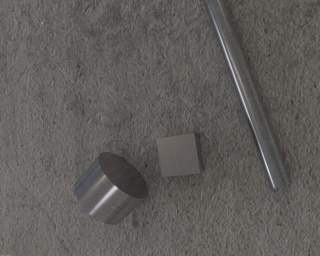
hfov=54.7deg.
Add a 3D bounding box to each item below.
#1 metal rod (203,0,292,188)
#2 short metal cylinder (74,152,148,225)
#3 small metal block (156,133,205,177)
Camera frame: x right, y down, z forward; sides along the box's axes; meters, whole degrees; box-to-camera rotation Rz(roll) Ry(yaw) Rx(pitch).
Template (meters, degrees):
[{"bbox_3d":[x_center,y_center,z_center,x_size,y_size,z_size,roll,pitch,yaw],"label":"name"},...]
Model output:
[{"bbox_3d":[0.094,-0.075,0.375,0.025,0.025,0.299,-20,83,19],"label":"metal rod"},{"bbox_3d":[-0.062,0.077,0.402,0.080,0.080,0.050,46,104,14],"label":"short metal cylinder"},{"bbox_3d":[0.027,0.034,0.400,0.050,0.025,0.050,-9,87,19],"label":"small metal block"}]
